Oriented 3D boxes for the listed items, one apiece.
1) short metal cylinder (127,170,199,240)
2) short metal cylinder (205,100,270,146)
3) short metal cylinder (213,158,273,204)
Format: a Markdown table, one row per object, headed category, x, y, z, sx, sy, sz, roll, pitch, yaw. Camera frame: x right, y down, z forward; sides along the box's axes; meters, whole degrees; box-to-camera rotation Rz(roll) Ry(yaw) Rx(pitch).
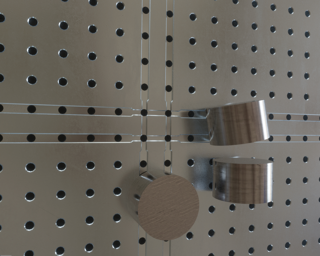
| category | x | y | z | sx | sy | sz | roll | pitch | yaw |
| --- | --- | --- | --- | --- | --- | --- | --- | --- | --- |
| short metal cylinder | 0.003 | 0.097 | 0.401 | 0.081 | 0.050 | 0.079 | 0 | 90 | -20 |
| short metal cylinder | 0.105 | -0.008 | 0.422 | 0.081 | 0.080 | 0.050 | -10 | 94 | -20 |
| short metal cylinder | 0.113 | 0.069 | 0.425 | 0.081 | 0.080 | 0.050 | 0 | 90 | -20 |
